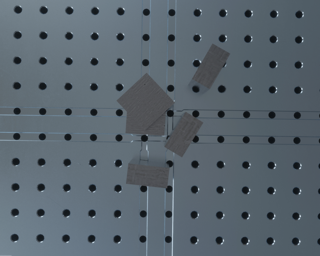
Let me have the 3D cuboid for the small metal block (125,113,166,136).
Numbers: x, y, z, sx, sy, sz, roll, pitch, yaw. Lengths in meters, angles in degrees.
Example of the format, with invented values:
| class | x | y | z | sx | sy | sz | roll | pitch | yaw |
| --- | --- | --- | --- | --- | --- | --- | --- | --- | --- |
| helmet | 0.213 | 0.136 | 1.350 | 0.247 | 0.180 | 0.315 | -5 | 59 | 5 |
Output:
| class | x | y | z | sx | sy | sz | roll | pitch | yaw |
| --- | --- | --- | --- | --- | --- | --- | --- | --- | --- |
| small metal block | -0.018 | -0.016 | 0.413 | 0.050 | 0.025 | 0.050 | 4 | 90 | 0 |

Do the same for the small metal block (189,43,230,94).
| class | x | y | z | sx | sy | sz | roll | pitch | yaw |
| --- | --- | --- | --- | --- | --- | --- | --- | --- | --- |
| small metal block | 0.062 | -0.075 | 0.401 | 0.025 | 0.050 | 0.050 | 30 | 90 | 0 |

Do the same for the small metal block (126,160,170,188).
| class | x | y | z | sx | sy | sz | roll | pitch | yaw |
| --- | --- | --- | --- | --- | --- | --- | --- | --- | --- |
| small metal block | -0.015 | 0.058 | 0.401 | 0.050 | 0.050 | 0.025 | 6 | 90 | 0 |

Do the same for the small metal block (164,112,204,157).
| class | x | y | z | sx | sy | sz | roll | pitch | yaw |
| --- | --- | --- | --- | --- | --- | --- | --- | --- | --- |
| small metal block | 0.029 | 0.008 | 0.401 | 0.025 | 0.050 | 0.050 | 31 | 90 | 0 |

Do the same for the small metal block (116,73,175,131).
| class | x | y | z | sx | sy | sz | roll | pitch | yaw |
| --- | --- | --- | --- | --- | --- | --- | --- | --- | --- |
| small metal block | -0.017 | -0.032 | 0.388 | 0.050 | 0.025 | 0.050 | -43 | 90 | 0 |
